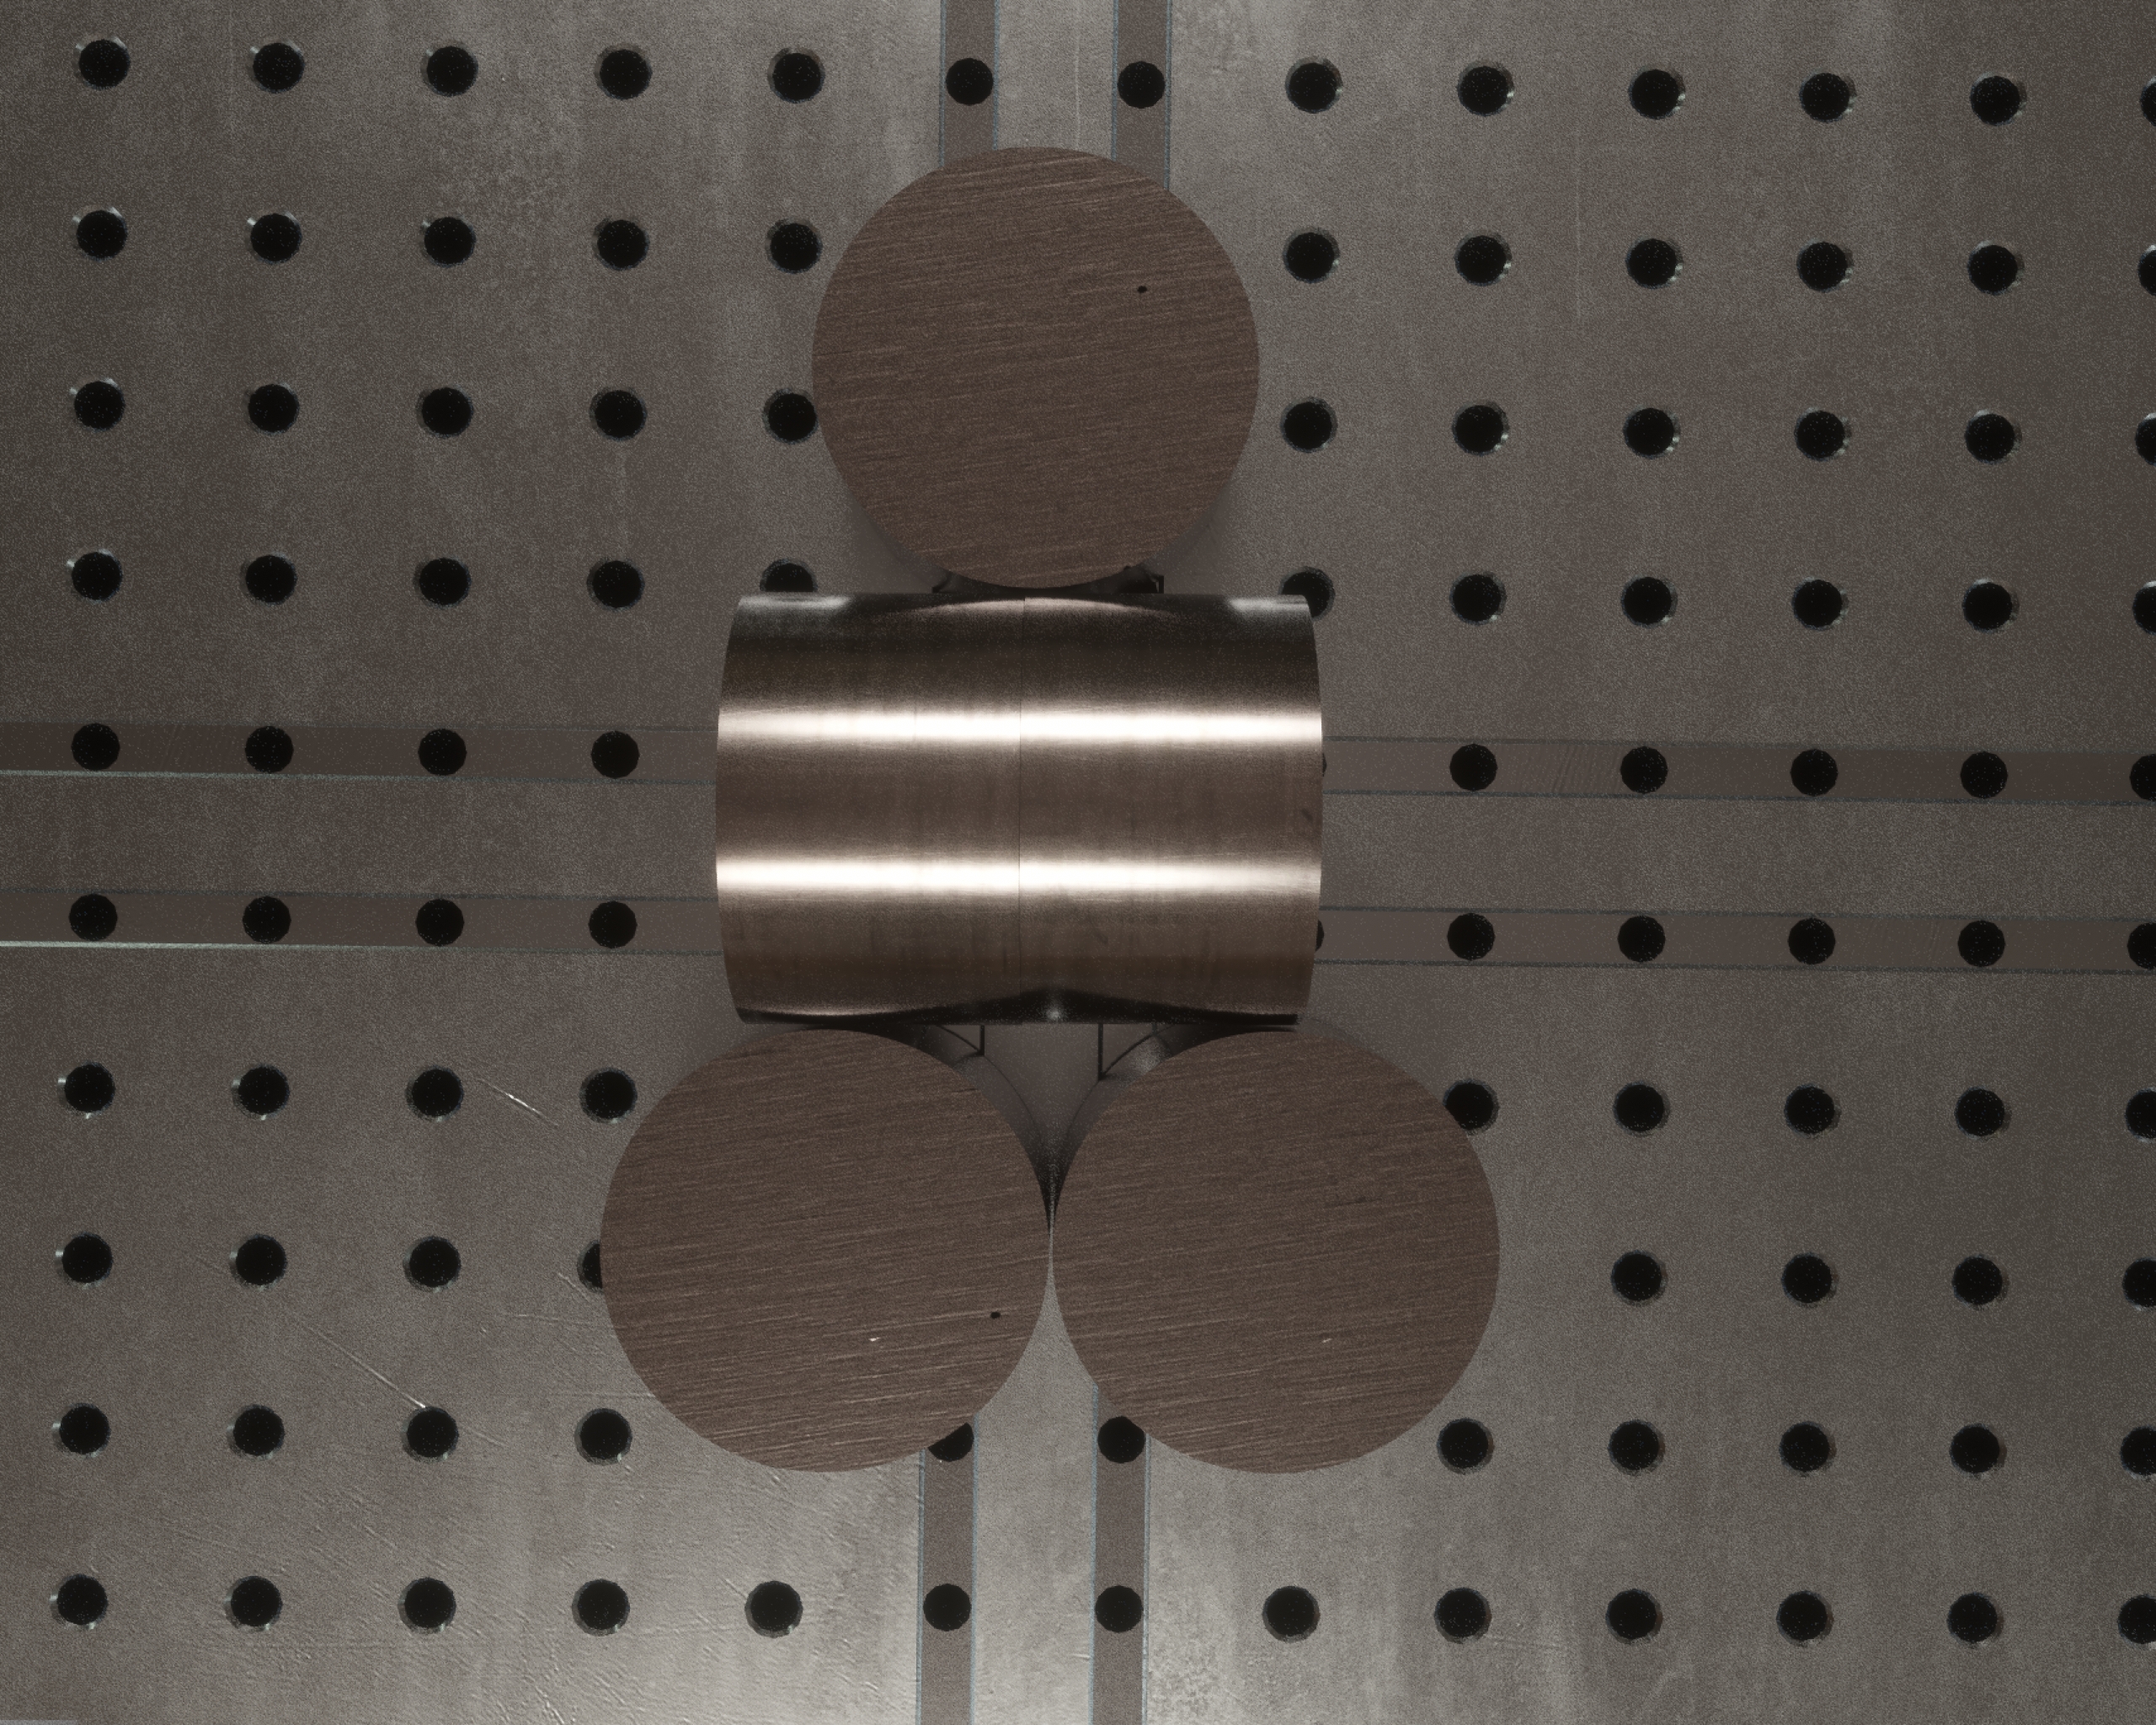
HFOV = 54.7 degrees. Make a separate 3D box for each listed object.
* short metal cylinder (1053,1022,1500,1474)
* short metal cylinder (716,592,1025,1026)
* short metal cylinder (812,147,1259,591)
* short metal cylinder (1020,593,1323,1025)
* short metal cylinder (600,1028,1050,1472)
[{"bbox_3d":[0.036,0.070,0.400,0.081,0.050,0.079,0,90,-1],"label":"short metal cylinder"},{"bbox_3d":[-0.035,-0.010,0.386,0.050,0.080,0.079,0,90,0],"label":"short metal cylinder"},{"bbox_3d":[-0.008,-0.089,0.400,0.081,0.050,0.079,0,90,-1],"label":"short metal cylinder"},{"bbox_3d":[0.015,-0.010,0.387,0.050,0.080,0.079,0,90,0],"label":"short metal cylinder"},{"bbox_3d":[-0.046,0.070,0.399,0.081,0.050,0.079,0,90,-1],"label":"short metal cylinder"}]
